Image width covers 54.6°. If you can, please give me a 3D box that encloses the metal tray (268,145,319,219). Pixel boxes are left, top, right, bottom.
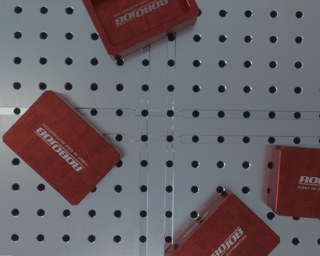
[{"bbox_3d":[0.216,0.073,0.412,0.131,0.030,0.090,5,90,0],"label":"metal tray"}]

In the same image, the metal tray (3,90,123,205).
[{"bbox_3d":[-0.126,0.025,0.410,0.130,0.030,0.090,43,90,0],"label":"metal tray"}]

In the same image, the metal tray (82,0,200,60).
[{"bbox_3d":[-0.025,-0.159,0.410,0.130,0.030,0.090,-26,90,0],"label":"metal tray"}]

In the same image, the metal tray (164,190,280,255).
[{"bbox_3d":[0.080,0.160,0.411,0.090,0.030,0.130,44,90,0],"label":"metal tray"}]
